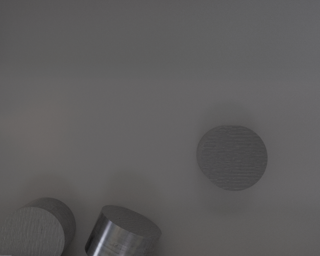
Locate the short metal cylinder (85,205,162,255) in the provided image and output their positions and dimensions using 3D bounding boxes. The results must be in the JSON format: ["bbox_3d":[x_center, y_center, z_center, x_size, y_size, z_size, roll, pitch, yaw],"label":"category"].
[{"bbox_3d":[-0.045,0.137,0.384,0.080,0.080,0.050,24,90,0],"label":"short metal cylinder"}]

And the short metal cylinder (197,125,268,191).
[{"bbox_3d":[0.090,0.036,0.399,0.081,0.050,0.080,0,90,0],"label":"short metal cylinder"}]

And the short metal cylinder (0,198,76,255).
[{"bbox_3d":[-0.155,0.135,0.398,0.081,0.050,0.080,0,90,0],"label":"short metal cylinder"}]
